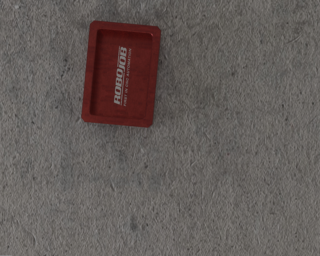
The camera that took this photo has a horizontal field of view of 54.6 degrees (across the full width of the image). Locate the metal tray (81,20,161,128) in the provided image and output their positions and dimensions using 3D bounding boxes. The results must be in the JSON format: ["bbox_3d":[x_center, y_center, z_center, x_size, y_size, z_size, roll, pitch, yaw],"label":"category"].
[{"bbox_3d":[-0.049,-0.068,0.407,0.090,0.030,0.129,5,90,0],"label":"metal tray"}]
